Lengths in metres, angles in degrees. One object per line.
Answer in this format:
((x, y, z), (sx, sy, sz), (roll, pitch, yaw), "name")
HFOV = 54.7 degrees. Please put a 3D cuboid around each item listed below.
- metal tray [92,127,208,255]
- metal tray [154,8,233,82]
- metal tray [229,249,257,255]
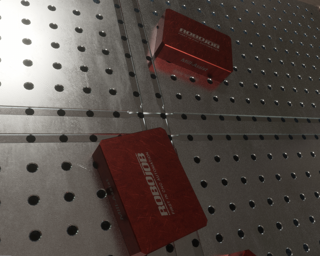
((-0.012, 0.068, 0.358), (0.091, 0.030, 0.130), (-12, 68, -34), "metal tray")
((0.060, -0.139, 0.524), (0.131, 0.030, 0.090), (18, 55, -18), "metal tray")
((0.096, 0.212, 0.329), (0.090, 0.030, 0.131), (40, 51, -2), "metal tray")
